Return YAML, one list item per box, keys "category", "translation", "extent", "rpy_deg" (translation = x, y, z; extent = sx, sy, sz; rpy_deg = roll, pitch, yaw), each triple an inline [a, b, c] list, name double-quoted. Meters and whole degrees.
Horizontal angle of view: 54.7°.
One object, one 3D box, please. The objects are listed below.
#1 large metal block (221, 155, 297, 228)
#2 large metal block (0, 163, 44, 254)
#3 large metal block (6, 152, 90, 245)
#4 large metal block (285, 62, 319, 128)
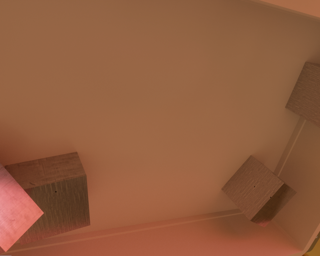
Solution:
- category: "large metal block"
  translation: [0.167, 0.107, 0.531]
  extent: [0.050, 0.080, 0.080]
  rpy_deg: [33, 100, -38]
- category: "large metal block"
  translation: [-0.178, 0.080, 0.303]
  extent: [0.080, 0.050, 0.080]
  rpy_deg: [-28, 104, 32]
- category: "large metal block"
  translation: [-0.132, 0.082, 0.371]
  extent: [0.081, 0.050, 0.079]
  rpy_deg: [-10, 123, -23]
- category: "large metal block"
  translation: [0.257, -0.050, 0.482]
  extent: [0.050, 0.080, 0.079]
  rpy_deg: [1, 118, -29]
